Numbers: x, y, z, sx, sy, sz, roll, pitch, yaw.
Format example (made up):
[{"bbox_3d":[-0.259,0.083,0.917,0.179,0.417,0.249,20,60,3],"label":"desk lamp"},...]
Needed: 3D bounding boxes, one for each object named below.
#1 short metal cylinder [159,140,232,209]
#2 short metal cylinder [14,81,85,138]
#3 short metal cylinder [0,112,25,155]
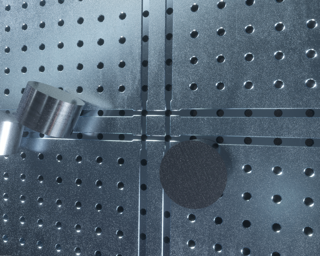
[{"bbox_3d":[0.046,0.054,0.383,0.080,0.050,0.079,0,90,19],"label":"short metal cylinder"},{"bbox_3d":[-0.154,-0.027,0.436,0.080,0.080,0.050,28,99,17],"label":"short metal cylinder"},{"bbox_3d":[-0.252,0.005,0.470,0.080,0.080,0.050,18,96,19],"label":"short metal cylinder"}]
